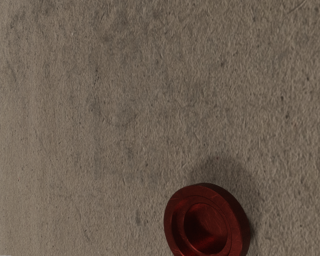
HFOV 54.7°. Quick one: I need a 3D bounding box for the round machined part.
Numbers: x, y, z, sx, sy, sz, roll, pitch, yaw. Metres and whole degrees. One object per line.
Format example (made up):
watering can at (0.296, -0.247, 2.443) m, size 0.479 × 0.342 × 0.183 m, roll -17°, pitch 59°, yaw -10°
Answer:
round machined part at (0.055, 0.110, 0.347) m, size 0.098 × 0.042 × 0.097 m, roll 0°, pitch 90°, yaw 39°
